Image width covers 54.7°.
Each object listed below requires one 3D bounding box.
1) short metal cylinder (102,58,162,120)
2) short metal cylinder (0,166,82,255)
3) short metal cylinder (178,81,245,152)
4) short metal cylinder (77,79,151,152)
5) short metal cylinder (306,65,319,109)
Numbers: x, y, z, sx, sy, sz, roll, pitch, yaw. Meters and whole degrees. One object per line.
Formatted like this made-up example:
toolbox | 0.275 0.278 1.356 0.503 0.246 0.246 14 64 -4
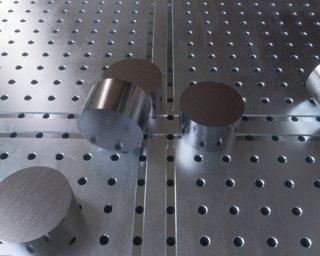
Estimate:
short metal cylinder | -0.037 -0.053 0.435 0.081 0.050 0.080 0 50 0
short metal cylinder | -0.126 0.086 0.318 0.081 0.050 0.080 0 50 0
short metal cylinder | 0.065 -0.016 0.405 0.081 0.050 0.080 0 50 0
short metal cylinder | -0.055 -0.014 0.383 0.080 0.080 0.050 7 51 6
short metal cylinder | 0.250 -0.055 0.420 0.081 0.080 0.050 -8 51 -7
